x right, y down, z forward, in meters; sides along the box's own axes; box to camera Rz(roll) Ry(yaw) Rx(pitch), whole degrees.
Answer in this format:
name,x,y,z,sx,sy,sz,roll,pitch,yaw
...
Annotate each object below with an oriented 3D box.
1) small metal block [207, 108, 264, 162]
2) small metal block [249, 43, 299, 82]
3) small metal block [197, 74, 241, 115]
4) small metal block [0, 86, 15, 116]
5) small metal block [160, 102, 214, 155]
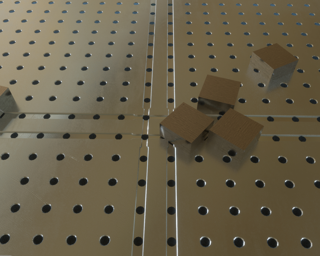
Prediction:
name,x,y,z,sx,sy,sz,roll,pitch,yaw
small metal block,0.097,0.008,0.402,0.050,0.025,0.050,33,57,24
small metal block,0.182,-0.106,0.498,0.050,0.025,0.050,-22,54,-18
small metal block,0.085,-0.047,0.448,0.050,0.025,0.050,15,52,12
small metal block,-0.246,-0.037,0.438,0.050,0.025,0.050,14,51,11
small metal block,0.035,0.000,0.408,0.050,0.025,0.050,33,57,24
